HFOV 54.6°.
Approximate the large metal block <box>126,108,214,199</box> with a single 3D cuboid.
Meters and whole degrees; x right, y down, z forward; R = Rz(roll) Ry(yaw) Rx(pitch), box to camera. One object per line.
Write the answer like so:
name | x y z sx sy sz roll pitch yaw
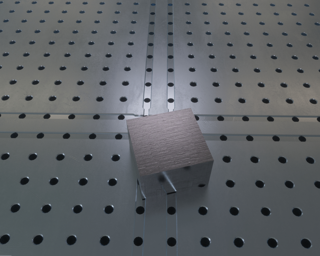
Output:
large metal block | 0.009 0.028 0.368 0.081 0.050 0.080 -11 51 -9
